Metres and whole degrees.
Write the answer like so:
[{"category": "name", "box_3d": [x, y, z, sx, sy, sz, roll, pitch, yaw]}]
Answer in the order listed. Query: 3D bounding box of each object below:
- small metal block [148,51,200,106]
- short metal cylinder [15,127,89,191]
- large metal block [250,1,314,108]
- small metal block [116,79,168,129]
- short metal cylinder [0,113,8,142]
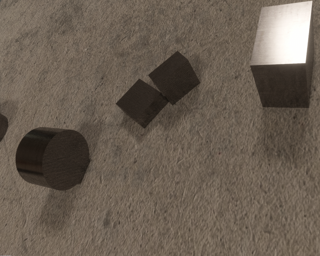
[{"category": "small metal block", "box_3d": [0.020, -0.066, 0.417, 0.050, 0.050, 0.025, -40, 51, 1]}, {"category": "short metal cylinder", "box_3d": [-0.142, 0.040, 0.417, 0.050, 0.080, 0.080, 5, 64, 30]}, {"category": "large metal block", "box_3d": [0.139, -0.077, 0.343, 0.050, 0.080, 0.080, 3, 63, 29]}, {"category": "small metal block", "box_3d": [-0.026, -0.035, 0.437, 0.050, 0.025, 0.050, -48, 52, -6]}, {"category": "short metal cylinder", "box_3d": [-0.324, -0.001, 0.555, 0.080, 0.050, 0.080, -13, 56, 20]}]
